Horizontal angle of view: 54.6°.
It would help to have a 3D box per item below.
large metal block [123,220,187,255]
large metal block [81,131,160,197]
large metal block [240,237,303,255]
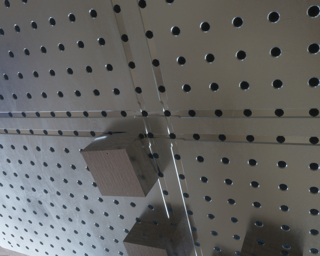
[{"bbox_3d":[-0.006,0.210,0.529,0.080,0.050,0.080,-2,118,29],"label":"large metal block"},{"bbox_3d":[-0.057,0.054,0.459,0.080,0.050,0.080,-6,116,31],"label":"large metal block"},{"bbox_3d":[0.154,0.216,0.448,0.080,0.050,0.080,11,123,22],"label":"large metal block"}]
